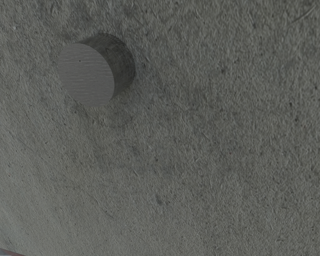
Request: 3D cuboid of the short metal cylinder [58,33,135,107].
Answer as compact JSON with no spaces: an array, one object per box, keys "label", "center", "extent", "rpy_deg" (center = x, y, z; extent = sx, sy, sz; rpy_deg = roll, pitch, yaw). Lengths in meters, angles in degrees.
[{"label":"short metal cylinder","center":[-0.078,-0.073,0.388],"extent":[0.080,0.050,0.080],"rpy_deg":[13,124,21]}]
